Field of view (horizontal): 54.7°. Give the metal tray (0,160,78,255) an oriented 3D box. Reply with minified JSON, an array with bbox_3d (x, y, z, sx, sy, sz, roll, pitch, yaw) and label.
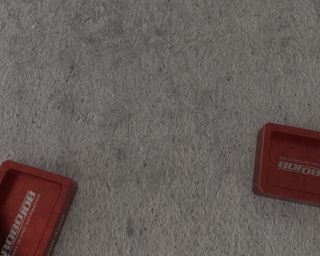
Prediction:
[{"bbox_3d":[-0.164,0.112,0.363,0.090,0.030,0.130,16,71,5],"label":"metal tray"}]

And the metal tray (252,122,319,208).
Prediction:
[{"bbox_3d":[0.188,0.050,0.388,0.131,0.030,0.090,11,70,3],"label":"metal tray"}]
